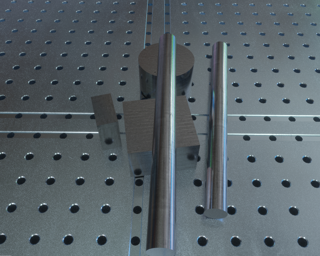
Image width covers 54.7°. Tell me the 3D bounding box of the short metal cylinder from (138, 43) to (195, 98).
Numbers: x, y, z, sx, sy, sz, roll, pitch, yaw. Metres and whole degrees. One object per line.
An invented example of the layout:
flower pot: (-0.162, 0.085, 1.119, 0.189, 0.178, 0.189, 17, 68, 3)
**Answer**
short metal cylinder: (0.009, -0.083, 0.461, 0.081, 0.050, 0.080, 0, 50, 0)

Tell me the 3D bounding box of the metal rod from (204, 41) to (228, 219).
metal rod: (0.080, -0.022, 0.426, 0.025, 0.025, 0.300, 6, 50, 5)

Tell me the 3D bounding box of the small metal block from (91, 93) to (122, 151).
small metal block: (-0.068, -0.008, 0.397, 0.025, 0.050, 0.050, -12, 51, -10)

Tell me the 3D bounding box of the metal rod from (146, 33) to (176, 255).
metal rod: (0.006, -0.012, 0.352, 0.025, 0.025, 0.300, 2, 50, 1)

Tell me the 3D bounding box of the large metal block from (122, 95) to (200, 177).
large metal block: (-0.001, 0.009, 0.384, 0.081, 0.050, 0.080, -6, 50, -6)
